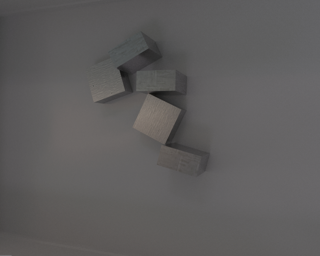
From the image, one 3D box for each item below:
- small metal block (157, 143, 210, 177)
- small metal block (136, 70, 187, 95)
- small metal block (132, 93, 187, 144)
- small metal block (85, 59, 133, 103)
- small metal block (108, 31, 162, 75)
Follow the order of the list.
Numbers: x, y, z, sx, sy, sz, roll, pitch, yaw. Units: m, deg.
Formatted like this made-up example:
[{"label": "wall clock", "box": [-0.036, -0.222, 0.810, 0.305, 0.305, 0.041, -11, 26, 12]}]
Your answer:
[{"label": "small metal block", "box": [0.030, 0.038, 0.386, 0.050, 0.050, 0.025, 16, 96, 19]}, {"label": "small metal block", "box": [0.003, -0.057, 0.396, 0.050, 0.050, 0.025, 2, 90, 20]}, {"label": "small metal block", "box": [0.000, -0.012, 0.411, 0.050, 0.025, 0.050, 28, 99, 17]}, {"label": "small metal block", "box": [-0.072, -0.066, 0.436, 0.050, 0.025, 0.050, -18, 84, 19]}, {"label": "small metal block", "box": [-0.031, -0.097, 0.408, 0.050, 0.050, 0.025, -27, 81, 18]}]
